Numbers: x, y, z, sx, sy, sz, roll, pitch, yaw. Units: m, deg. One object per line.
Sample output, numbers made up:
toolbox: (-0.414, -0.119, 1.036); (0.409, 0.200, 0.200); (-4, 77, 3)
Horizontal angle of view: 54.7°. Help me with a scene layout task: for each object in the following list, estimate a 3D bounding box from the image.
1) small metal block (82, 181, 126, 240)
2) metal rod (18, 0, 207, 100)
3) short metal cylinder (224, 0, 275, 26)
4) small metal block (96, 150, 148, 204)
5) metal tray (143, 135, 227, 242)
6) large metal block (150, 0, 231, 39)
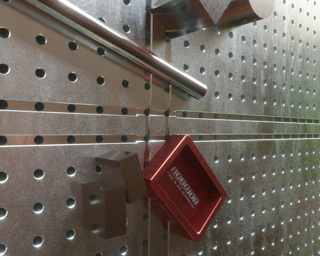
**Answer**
small metal block: (-0.062, 0.088, 0.341); (0.025, 0.050, 0.050); (-2, 91, -40)
metal rod: (-0.050, -0.100, 0.366); (0.302, 0.025, 0.025); (23, 76, -38)
short metal cylinder: (0.146, -0.216, 0.515); (0.081, 0.050, 0.080); (0, 90, -40)
small metal block: (-0.044, 0.054, 0.356); (0.025, 0.050, 0.050); (-22, 104, -38)
metal tray: (0.036, 0.084, 0.435); (0.090, 0.030, 0.130); (-50, 119, -28)
large metal block: (0.046, -0.173, 0.411); (0.050, 0.080, 0.080); (46, 63, -31)
